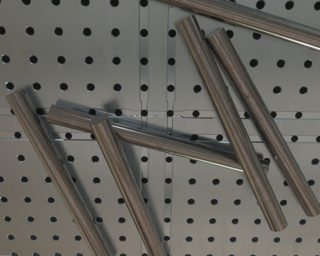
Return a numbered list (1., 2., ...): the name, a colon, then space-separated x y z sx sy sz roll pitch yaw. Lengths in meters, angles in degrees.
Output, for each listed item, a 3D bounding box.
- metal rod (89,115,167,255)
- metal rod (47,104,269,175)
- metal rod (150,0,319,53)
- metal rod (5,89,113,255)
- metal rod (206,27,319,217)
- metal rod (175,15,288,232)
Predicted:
1. metal rod: -0.030 0.118 0.441 0.025 0.025 0.299 -16 115 6
2. metal rod: 0.002 0.019 0.420 0.302 0.025 0.025 15 109 -6
3. metal rod: 0.069 -0.138 0.362 0.302 0.025 0.025 15 109 -6
4. metal rod: -0.134 0.086 0.444 0.025 0.025 0.299 -19 109 7
5. metal rod: 0.146 0.004 0.415 0.025 0.025 0.299 -31 107 11
6. metal rod: 0.096 0.003 0.395 0.025 0.025 0.299 -25 101 9
